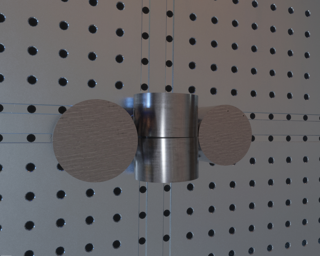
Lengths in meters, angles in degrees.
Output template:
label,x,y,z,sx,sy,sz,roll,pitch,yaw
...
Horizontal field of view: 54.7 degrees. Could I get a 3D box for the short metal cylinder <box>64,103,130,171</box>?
label,x,y,z,sx,sy,sz,roll,pitch,yaw
short metal cylinder,-0.074,0.008,0.372,0.081,0.050,0.079,0,90,-20

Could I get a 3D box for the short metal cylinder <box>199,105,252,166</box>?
label,x,y,z,sx,sy,sz,roll,pitch,yaw
short metal cylinder,0.078,0.009,0.427,0.081,0.050,0.079,0,90,-20

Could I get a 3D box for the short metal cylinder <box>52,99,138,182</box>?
label,x,y,z,sx,sy,sz,roll,pitch,yaw
short metal cylinder,-0.068,0.012,0.319,0.081,0.050,0.079,0,90,-20

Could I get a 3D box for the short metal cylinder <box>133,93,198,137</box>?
label,x,y,z,sx,sy,sz,roll,pitch,yaw
short metal cylinder,0.007,-0.015,0.386,0.081,0.080,0.050,1,91,-20

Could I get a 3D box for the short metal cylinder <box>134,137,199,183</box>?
label,x,y,z,sx,sy,sz,roll,pitch,yaw
short metal cylinder,0.008,0.036,0.386,0.081,0.080,0.050,-1,91,-20
